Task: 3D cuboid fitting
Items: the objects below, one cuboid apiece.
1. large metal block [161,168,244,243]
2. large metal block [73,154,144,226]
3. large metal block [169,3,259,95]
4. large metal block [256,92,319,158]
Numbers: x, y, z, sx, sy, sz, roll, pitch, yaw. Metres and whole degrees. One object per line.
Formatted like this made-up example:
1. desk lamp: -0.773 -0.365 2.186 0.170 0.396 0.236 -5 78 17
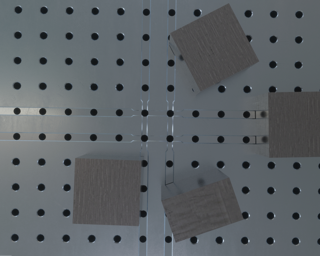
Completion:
1. large metal block: 0.048 0.092 0.386 0.080 0.080 0.050 -19 90 0
2. large metal block: -0.064 0.078 0.401 0.080 0.050 0.080 2 90 0
3. large metal block: 0.067 -0.098 0.401 0.080 0.050 0.080 -27 90 0
4. large metal block: 0.172 -0.004 0.402 0.080 0.050 0.080 -1 90 0
